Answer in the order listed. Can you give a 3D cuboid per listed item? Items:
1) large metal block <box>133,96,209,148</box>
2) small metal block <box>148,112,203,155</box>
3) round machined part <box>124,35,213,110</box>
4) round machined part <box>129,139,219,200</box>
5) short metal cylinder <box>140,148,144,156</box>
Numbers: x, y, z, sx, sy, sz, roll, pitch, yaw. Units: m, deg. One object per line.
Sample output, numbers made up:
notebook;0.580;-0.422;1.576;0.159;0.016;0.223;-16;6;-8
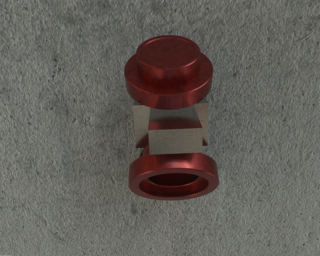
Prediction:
large metal block;0.012;-0.016;0.375;0.081;0.080;0.050;-2;110;0
small metal block;0.015;0.004;0.313;0.050;0.050;0.025;-2;110;1
round machined part;0.009;-0.068;0.343;0.099;0.098;0.042;-2;135;0
round machined part;0.015;0.046;0.349;0.099;0.042;0.098;-1;149;-1
short metal cylinder;0.012;0.039;0.413;0.081;0.050;0.079;0;110;-1
